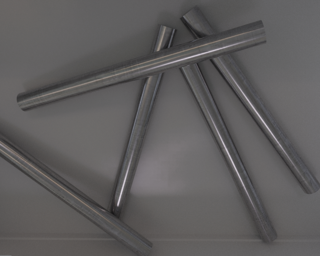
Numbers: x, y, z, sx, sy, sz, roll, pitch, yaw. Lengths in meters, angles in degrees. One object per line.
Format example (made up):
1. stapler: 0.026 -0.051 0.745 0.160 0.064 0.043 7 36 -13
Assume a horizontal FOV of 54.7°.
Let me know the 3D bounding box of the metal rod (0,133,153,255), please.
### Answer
1. metal rod: -0.136 0.082 0.422 0.301 0.025 0.025 38 106 -6

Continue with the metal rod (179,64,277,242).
1. metal rod: 0.099 0.040 0.426 0.025 0.025 0.299 -26 108 9

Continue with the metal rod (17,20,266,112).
1. metal rod: -0.033 -0.067 0.362 0.301 0.025 0.025 -14 110 14

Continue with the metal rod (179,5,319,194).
1. metal rod: 0.125 -0.025 0.402 0.025 0.025 0.300 -36 106 12

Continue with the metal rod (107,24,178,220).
1. metal rod: -0.032 0.014 0.416 0.025 0.025 0.298 15 109 -6
